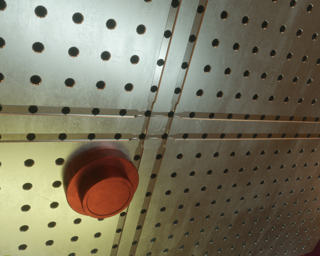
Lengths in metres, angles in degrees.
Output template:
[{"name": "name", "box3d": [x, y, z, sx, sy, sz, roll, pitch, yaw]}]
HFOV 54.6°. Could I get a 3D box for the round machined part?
[{"name": "round machined part", "box3d": [-0.073, 0.080, 0.409, 0.099, 0.042, 0.097, -14, 124, -21]}]
